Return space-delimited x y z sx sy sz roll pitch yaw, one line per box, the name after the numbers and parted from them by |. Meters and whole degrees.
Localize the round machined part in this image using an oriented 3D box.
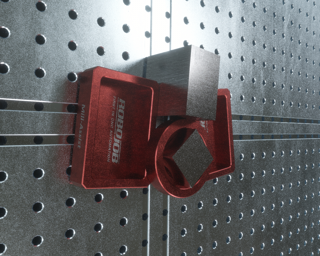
0.019 0.037 0.397 0.099 0.042 0.097 0 90 -40 | round machined part

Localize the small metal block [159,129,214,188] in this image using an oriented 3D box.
0.033 0.036 0.377 0.050 0.025 0.050 -47 118 -30 | small metal block

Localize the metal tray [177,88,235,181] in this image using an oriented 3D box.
0.068 0.009 0.458 0.091 0.030 0.129 -9 96 -40 | metal tray

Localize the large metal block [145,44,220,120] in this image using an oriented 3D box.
0.025 -0.052 0.390 0.050 0.080 0.080 8 85 -40 | large metal block

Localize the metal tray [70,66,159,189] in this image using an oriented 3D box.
-0.049 0.003 0.359 0.091 0.030 0.129 8 85 -40 | metal tray
